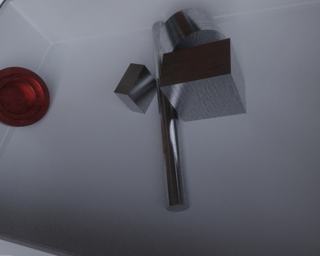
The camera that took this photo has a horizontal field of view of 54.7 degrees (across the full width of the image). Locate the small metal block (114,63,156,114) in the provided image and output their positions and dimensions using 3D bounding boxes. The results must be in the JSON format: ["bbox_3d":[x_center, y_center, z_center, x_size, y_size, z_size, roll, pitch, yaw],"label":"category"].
[{"bbox_3d":[-0.031,-0.055,0.439,0.025,0.050,0.050,15,69,34],"label":"small metal block"}]

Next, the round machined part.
[{"bbox_3d":[-0.241,-0.050,0.518,0.042,0.098,0.098,-4,58,50],"label":"round machined part"}]

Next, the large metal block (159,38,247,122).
[{"bbox_3d":[0.055,-0.053,0.374,0.080,0.080,0.050,-8,58,24],"label":"large metal block"}]

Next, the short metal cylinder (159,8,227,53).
[{"bbox_3d":[0.045,-0.111,0.414,0.080,0.080,0.050,-27,53,11],"label":"short metal cylinder"}]

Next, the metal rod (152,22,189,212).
[{"bbox_3d":[0.010,-0.037,0.421,0.025,0.025,0.299,-17,55,18],"label":"metal rod"}]
